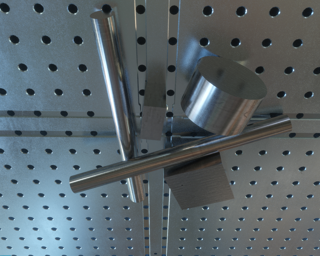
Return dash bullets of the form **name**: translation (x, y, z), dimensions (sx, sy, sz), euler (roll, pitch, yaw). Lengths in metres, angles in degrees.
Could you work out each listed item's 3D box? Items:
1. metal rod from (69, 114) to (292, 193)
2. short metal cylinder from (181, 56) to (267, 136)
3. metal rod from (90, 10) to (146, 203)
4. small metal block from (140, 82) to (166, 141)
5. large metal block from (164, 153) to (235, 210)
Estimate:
- **metal rod**: translation (0.024, 0.036, 0.418), dimensions (0.301, 0.025, 0.025), euler (-17, 129, 4)
- **short metal cylinder**: translation (0.069, -0.037, 0.345), dimensions (0.081, 0.080, 0.050), euler (14, 129, -12)
- **metal rod**: translation (-0.047, -0.002, 0.409), dimensions (0.025, 0.025, 0.298), euler (-3, 130, 3)
- **small metal block**: translation (-0.009, -0.021, 0.377), dimensions (0.025, 0.050, 0.050), euler (6, 130, -5)
- **large metal block**: translation (0.057, 0.069, 0.455), dimensions (0.080, 0.050, 0.080), euler (-16, 129, 13)
